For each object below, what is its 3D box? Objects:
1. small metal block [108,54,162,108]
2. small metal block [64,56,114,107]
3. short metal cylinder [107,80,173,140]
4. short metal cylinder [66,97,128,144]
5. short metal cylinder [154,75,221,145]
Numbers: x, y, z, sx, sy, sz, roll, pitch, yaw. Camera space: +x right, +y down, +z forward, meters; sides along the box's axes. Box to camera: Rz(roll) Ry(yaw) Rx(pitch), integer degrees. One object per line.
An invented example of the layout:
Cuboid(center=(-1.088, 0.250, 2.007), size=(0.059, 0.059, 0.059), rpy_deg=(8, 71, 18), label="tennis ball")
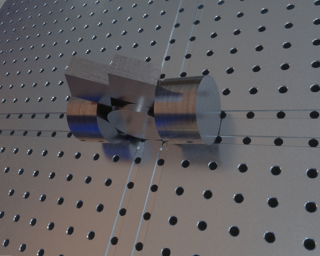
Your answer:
Cuboid(center=(-0.027, -0.050, 0.339), size=(0.050, 0.050, 0.025), rpy_deg=(14, 66, 1), label="small metal block")
Cuboid(center=(-0.078, -0.053, 0.362), size=(0.050, 0.050, 0.025), rpy_deg=(15, 66, 0), label="small metal block")
Cuboid(center=(-0.021, -0.024, 0.399), size=(0.080, 0.080, 0.050), rpy_deg=(1, 63, 29), label="short metal cylinder")
Cuboid(center=(-0.080, -0.019, 0.426), size=(0.050, 0.080, 0.080), rpy_deg=(1, 62, 29), label="short metal cylinder")
Cuboid(center=(0.035, -0.021, 0.366), size=(0.050, 0.080, 0.080), rpy_deg=(0, 62, 29), label="short metal cylinder")
